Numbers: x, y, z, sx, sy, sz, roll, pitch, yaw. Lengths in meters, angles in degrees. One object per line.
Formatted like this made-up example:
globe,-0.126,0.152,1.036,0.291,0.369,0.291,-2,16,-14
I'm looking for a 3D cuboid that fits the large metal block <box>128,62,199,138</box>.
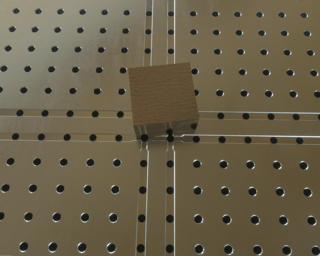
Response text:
large metal block,0.003,-0.036,0.412,0.080,0.050,0.080,-6,70,-2
